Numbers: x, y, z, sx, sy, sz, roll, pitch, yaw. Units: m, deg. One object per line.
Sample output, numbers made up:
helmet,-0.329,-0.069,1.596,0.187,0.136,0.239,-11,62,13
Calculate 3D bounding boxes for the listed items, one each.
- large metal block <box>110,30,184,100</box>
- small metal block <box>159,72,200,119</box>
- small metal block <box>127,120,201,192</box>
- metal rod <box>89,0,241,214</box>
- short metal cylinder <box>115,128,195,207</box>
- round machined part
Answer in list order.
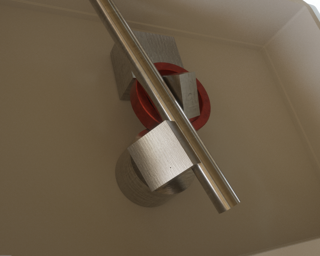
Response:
large metal block,-0.017,-0.085,0.430,0.081,0.050,0.080,0,62,-29
small metal block,0.017,-0.037,0.359,0.025,0.050,0.050,-19,107,-39
small metal block,0.004,0.027,0.308,0.050,0.050,0.025,59,19,14
metal rod,-0.006,-0.046,0.340,0.025,0.025,0.299,-21,73,-36
short metal cylinder,-0.005,0.046,0.359,0.081,0.050,0.080,14,56,-21
round machined part,0.009,-0.029,0.380,0.099,0.042,0.098,14,56,-21
